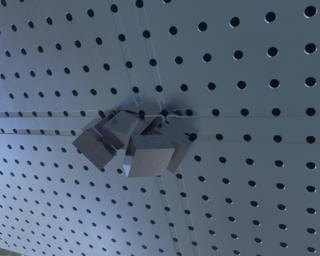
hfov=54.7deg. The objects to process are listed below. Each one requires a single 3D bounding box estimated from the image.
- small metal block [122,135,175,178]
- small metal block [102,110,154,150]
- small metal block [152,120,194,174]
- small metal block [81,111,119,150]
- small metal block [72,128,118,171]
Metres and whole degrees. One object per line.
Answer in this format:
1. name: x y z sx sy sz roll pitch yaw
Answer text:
1. small metal block: -0.015 0.035 0.389 0.050 0.025 0.050 0 131 -25
2. small metal block: -0.043 0.004 0.418 0.050 0.050 0.025 17 125 18
3. small metal block: 0.011 0.026 0.421 0.050 0.025 0.050 31 128 7
4. small metal block: -0.080 0.009 0.457 0.050 0.025 0.050 -21 108 35
5. small metal block: -0.086 0.027 0.419 0.025 0.050 0.050 -45 94 1
